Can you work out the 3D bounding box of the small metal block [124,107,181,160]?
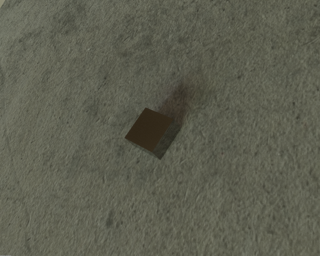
[{"bbox_3d":[-0.009,0.007,0.406,0.050,0.025,0.050,24,75,36],"label":"small metal block"}]
